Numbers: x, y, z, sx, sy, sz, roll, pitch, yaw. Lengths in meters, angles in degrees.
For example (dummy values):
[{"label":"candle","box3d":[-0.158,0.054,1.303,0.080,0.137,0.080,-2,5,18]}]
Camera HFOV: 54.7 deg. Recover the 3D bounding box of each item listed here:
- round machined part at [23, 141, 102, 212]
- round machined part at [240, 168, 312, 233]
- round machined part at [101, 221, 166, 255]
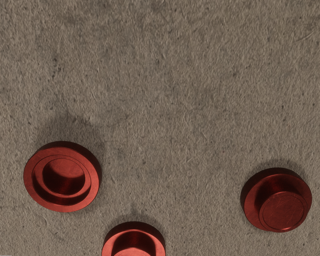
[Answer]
[{"label":"round machined part","box3d":[-0.128,0.062,0.422,0.099,0.042,0.097,0,110,-1]},{"label":"round machined part","box3d":[0.169,0.109,0.444,0.099,0.042,0.097,0,110,-1]},{"label":"round machined part","box3d":[-0.040,0.196,0.472,0.099,0.042,0.097,0,110,-1]}]
